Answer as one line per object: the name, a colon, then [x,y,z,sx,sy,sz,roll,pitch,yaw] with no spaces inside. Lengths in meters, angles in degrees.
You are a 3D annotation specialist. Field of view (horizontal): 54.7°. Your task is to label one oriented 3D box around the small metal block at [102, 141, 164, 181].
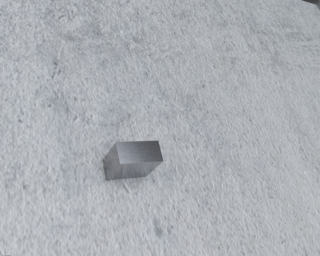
small metal block: [-0.032,0.037,0.349,0.050,0.050,0.025,0,62,-29]
